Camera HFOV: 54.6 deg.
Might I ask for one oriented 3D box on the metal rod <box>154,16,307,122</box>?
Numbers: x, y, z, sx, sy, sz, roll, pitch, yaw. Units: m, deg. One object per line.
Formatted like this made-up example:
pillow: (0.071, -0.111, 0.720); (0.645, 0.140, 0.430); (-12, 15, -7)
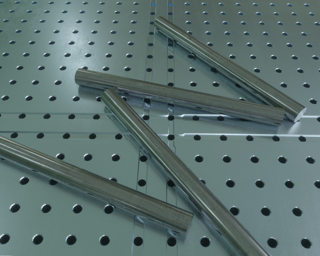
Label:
metal rod: (0.095, -0.105, 0.496); (0.025, 0.025, 0.300); (-33, 57, -24)

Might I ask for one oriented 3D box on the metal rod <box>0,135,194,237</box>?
metal rod: (-0.107, 0.054, 0.361); (0.301, 0.025, 0.025); (19, 53, 15)

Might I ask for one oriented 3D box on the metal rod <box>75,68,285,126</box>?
metal rod: (0.021, -0.046, 0.446); (0.301, 0.025, 0.025); (13, 51, 10)

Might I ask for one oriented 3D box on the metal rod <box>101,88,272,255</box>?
metal rod: (0.015, 0.046, 0.369); (0.025, 0.025, 0.300); (-30, 56, -23)
